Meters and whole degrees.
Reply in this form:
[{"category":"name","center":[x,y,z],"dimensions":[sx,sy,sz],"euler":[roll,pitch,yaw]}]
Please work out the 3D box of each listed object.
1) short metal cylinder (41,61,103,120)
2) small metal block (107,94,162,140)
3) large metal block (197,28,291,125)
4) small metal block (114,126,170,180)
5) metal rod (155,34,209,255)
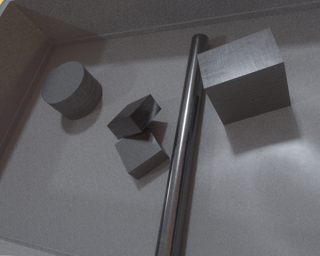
[{"category":"short metal cylinder","center":[-0.141,-0.060,0.498],"dimensions":[0.080,0.050,0.080],"euler":[-13,56,20]},{"category":"small metal block","center":[-0.034,-0.014,0.408],"dimensions":[0.050,0.025,0.050],"euler":[-19,24,45]},{"category":"large metal block","center":[0.097,-0.054,0.352],"dimensions":[0.080,0.080,0.050],"euler":[-17,55,18]},{"category":"small metal block","center":[-0.024,0.030,0.399],"dimensions":[0.050,0.025,0.050],"euler":[-36,52,4]},{"category":"metal rod","center":[0.033,0.002,0.385],"dimensions":[0.025,0.025,0.299],"euler":[-3,60,26]}]
